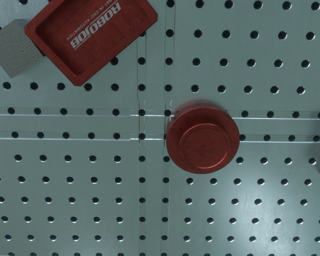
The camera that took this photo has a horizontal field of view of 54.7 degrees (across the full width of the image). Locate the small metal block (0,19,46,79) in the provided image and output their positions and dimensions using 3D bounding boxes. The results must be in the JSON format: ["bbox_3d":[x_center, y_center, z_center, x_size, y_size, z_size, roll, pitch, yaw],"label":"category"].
[{"bbox_3d":[-0.173,-0.096,0.376,0.050,0.025,0.050,-30,108,10],"label":"small metal block"}]

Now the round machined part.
[{"bbox_3d":[0.057,0.019,0.412,0.099,0.042,0.097,0,110,-1],"label":"round machined part"}]

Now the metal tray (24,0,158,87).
[{"bbox_3d":[-0.079,-0.123,0.364,0.130,0.030,0.090,-38,106,12],"label":"metal tray"}]
